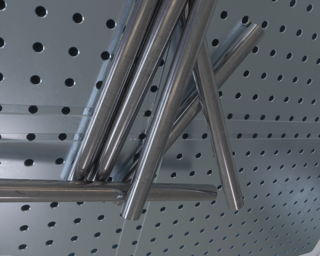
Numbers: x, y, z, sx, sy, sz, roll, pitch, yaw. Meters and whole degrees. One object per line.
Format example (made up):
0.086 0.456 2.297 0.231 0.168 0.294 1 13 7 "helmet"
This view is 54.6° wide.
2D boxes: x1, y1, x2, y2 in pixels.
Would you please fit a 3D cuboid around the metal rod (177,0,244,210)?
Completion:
0.069 -0.015 0.399 0.025 0.025 0.299 -25 115 -13 "metal rod"

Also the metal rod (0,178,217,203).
-0.046 0.083 0.402 0.302 0.025 0.025 8 114 -32 "metal rod"

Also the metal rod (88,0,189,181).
-0.022 -0.054 0.352 0.025 0.025 0.298 11 117 -33 "metal rod"

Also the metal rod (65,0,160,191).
-0.051 -0.052 0.350 0.025 0.025 0.298 13 112 -34 "metal rod"

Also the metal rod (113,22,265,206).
0.031 -0.013 0.418 0.025 0.025 0.299 34 99 -38 "metal rod"

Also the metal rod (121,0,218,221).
0.010 -0.028 0.348 0.025 0.025 0.298 9 108 -32 "metal rod"
